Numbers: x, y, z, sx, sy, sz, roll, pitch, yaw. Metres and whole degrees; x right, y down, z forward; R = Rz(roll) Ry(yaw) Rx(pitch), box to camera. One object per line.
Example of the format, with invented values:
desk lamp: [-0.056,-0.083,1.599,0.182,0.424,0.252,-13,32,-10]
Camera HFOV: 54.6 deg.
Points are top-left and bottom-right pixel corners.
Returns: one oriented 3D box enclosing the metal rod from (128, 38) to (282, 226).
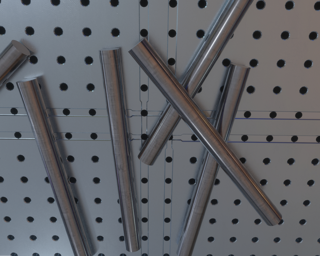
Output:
metal rod: [0.066,0.016,0.391,0.025,0.025,0.300,-36,106,12]

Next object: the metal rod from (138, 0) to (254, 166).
metal rod: [0.053,-0.079,0.384,0.025,0.025,0.299,27,108,-10]

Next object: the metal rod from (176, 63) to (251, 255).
metal rod: [0.069,0.059,0.435,0.025,0.025,0.298,11,110,-4]

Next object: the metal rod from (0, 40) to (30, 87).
metal rod: [-0.279,-0.002,0.410,0.300,0.025,0.025,-41,105,13]

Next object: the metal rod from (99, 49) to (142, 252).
metal rod: [-0.052,0.044,0.428,0.025,0.025,0.298,-4,110,1]

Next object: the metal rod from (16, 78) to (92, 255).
metal rod: [-0.143,0.078,0.440,0.025,0.025,0.298,-9,110,3]
